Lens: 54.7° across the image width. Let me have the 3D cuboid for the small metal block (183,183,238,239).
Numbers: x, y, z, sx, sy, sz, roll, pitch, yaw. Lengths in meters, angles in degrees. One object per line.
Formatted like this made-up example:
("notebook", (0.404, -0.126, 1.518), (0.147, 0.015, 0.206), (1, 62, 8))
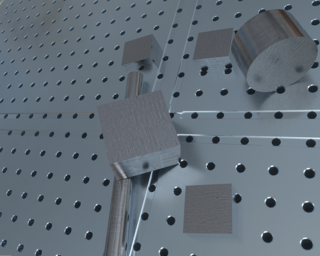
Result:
("small metal block", (0.054, 0.088, 0.326), (0.050, 0.025, 0.050), (-8, 58, 24))

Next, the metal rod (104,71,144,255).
("metal rod", (-0.045, 0.051, 0.398), (0.025, 0.025, 0.299), (-10, 57, 22))

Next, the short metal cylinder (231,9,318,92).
("short metal cylinder", (0.130, -0.087, 0.358), (0.080, 0.080, 0.050), (-24, 53, 13))

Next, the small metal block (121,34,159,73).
("small metal block", (-0.031, -0.117, 0.495), (0.050, 0.025, 0.050), (-10, 57, 22))

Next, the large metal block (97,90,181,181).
("large metal block", (-0.025, 0.008, 0.378), (0.081, 0.050, 0.080), (-15, 60, -5))

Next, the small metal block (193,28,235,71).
("small metal block", (0.078, -0.110, 0.434), (0.050, 0.025, 0.050), (0, 62, 27))
